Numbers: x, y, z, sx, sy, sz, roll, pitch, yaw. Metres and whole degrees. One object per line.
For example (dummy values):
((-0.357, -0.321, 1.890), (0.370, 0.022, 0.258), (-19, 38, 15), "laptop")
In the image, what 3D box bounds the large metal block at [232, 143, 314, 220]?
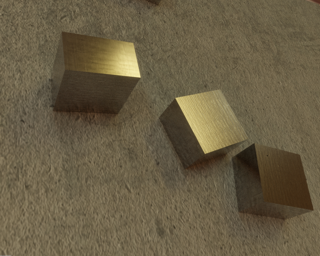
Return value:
((0.151, 0.074, 0.423), (0.081, 0.050, 0.080), (14, 56, -20), "large metal block")

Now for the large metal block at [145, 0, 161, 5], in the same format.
((-0.029, -0.273, 0.538), (0.081, 0.050, 0.080), (14, 56, -21), "large metal block")

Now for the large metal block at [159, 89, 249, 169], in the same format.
((0.058, 0.000, 0.419), (0.081, 0.050, 0.080), (-14, 69, -34), "large metal block")

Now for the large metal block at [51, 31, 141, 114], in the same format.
((-0.079, -0.059, 0.362), (0.081, 0.080, 0.050), (1, 61, -28), "large metal block")
